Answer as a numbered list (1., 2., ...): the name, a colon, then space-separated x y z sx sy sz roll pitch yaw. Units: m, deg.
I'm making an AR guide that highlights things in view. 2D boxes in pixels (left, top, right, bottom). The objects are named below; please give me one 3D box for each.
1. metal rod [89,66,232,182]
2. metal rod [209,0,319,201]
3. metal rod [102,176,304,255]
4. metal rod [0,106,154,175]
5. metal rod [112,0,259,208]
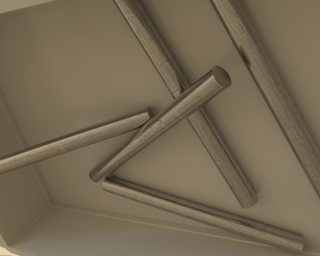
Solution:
1. metal rod: -0.023 0.014 0.407 0.025 0.025 0.299 47 136 -5
2. metal rod: 0.128 -0.024 0.326 0.025 0.025 0.299 -24 106 36
3. metal rod: 0.049 0.123 0.458 0.301 0.025 0.025 13 124 21
4. metal rod: -0.151 0.028 0.441 0.301 0.025 0.025 -18 110 13
5. metal rod: 0.038 -0.025 0.373 0.025 0.025 0.299 -24 106 36
